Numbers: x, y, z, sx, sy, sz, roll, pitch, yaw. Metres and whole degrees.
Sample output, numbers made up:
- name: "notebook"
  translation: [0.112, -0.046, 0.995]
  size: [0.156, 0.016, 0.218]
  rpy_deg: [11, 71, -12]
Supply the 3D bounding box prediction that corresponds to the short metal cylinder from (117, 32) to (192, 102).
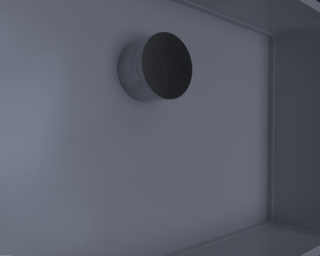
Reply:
- name: "short metal cylinder"
  translation: [-0.006, -0.074, 0.387]
  size: [0.081, 0.050, 0.079]
  rpy_deg: [0, 90, -40]
